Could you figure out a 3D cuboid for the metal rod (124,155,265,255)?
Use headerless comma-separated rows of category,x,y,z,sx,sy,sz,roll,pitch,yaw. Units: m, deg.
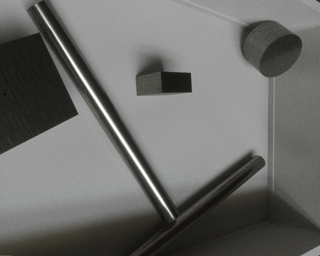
metal rod,0.071,0.114,0.468,0.302,0.025,0.025,-26,107,-37

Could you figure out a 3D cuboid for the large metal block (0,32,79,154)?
large metal block,-0.135,-0.030,0.278,0.081,0.050,0.080,-34,111,-35

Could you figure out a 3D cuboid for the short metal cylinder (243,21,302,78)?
short metal cylinder,0.190,-0.133,0.526,0.081,0.050,0.079,-15,136,-15

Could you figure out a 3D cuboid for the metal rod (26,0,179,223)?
metal rod,-0.053,-0.001,0.363,0.025,0.025,0.299,-44,117,-31

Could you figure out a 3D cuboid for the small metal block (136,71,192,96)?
small metal block,0.005,-0.056,0.396,0.050,0.050,0.025,-6,95,-40
